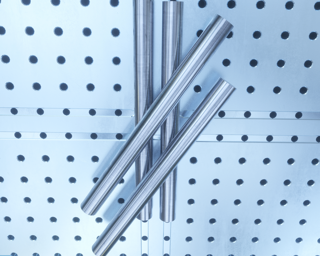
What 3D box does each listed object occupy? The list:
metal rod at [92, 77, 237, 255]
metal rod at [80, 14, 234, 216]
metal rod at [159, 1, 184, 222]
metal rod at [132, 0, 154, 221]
[{"bbox_3d":[-0.003,0.062,0.409,0.025,0.025,0.299,33,106,-11],"label":"metal rod"},{"bbox_3d":[-0.013,-0.004,0.386,0.025,0.025,0.299,33,107,-11],"label":"metal rod"},{"bbox_3d":[0.013,-0.007,0.411,0.025,0.025,0.298,1,110,0],"label":"metal rod"},{"bbox_3d":[-0.022,-0.010,0.410,0.025,0.025,0.298,1,110,0],"label":"metal rod"}]
